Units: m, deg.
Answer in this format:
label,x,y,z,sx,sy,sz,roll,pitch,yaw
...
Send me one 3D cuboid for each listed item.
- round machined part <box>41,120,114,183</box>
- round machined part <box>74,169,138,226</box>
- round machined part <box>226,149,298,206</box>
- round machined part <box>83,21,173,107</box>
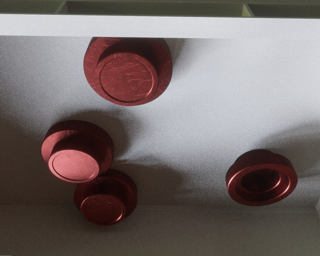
label,x,y,z,sx,sy,sz,roll,pitch,yaw
round machined part,-0.115,0.039,0.430,0.099,0.042,0.097,0,130,0
round machined part,-0.085,0.114,0.484,0.099,0.042,0.097,0,121,-1
round machined part,0.146,0.070,0.458,0.099,0.042,0.097,0,130,0
round machined part,-0.035,-0.063,0.344,0.099,0.042,0.097,0,130,0
